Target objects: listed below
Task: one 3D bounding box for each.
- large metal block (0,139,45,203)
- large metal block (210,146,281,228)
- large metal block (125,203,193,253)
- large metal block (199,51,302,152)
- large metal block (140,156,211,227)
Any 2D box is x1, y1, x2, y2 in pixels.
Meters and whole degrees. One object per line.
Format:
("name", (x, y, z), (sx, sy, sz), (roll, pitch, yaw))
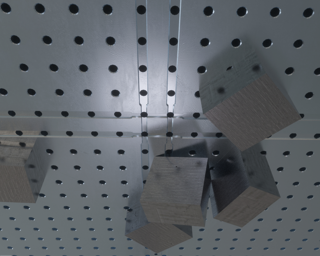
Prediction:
("large metal block", (-0.220, 0.062, 0.446), (0.080, 0.050, 0.080), (3, 130, -3))
("large metal block", (0.115, 0.082, 0.446), (0.050, 0.080, 0.080), (22, 127, -18))
("large metal block", (-0.002, 0.165, 0.535), (0.080, 0.050, 0.080), (-34, 123, 25))
("large metal block", (0.106, -0.029, 0.371), (0.080, 0.050, 0.080), (-35, 122, 26))
("large metal block", (0.026, 0.088, 0.439), (0.080, 0.080, 0.050), (0, 131, 17))
